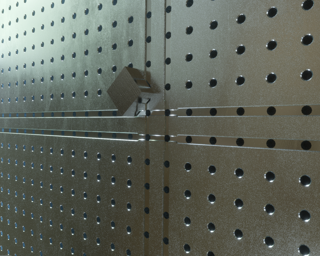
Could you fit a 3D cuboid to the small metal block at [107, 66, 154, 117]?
[{"bbox_3d":[-0.043,-0.051,0.443,0.050,0.025,0.050,-47,62,29],"label":"small metal block"}]
